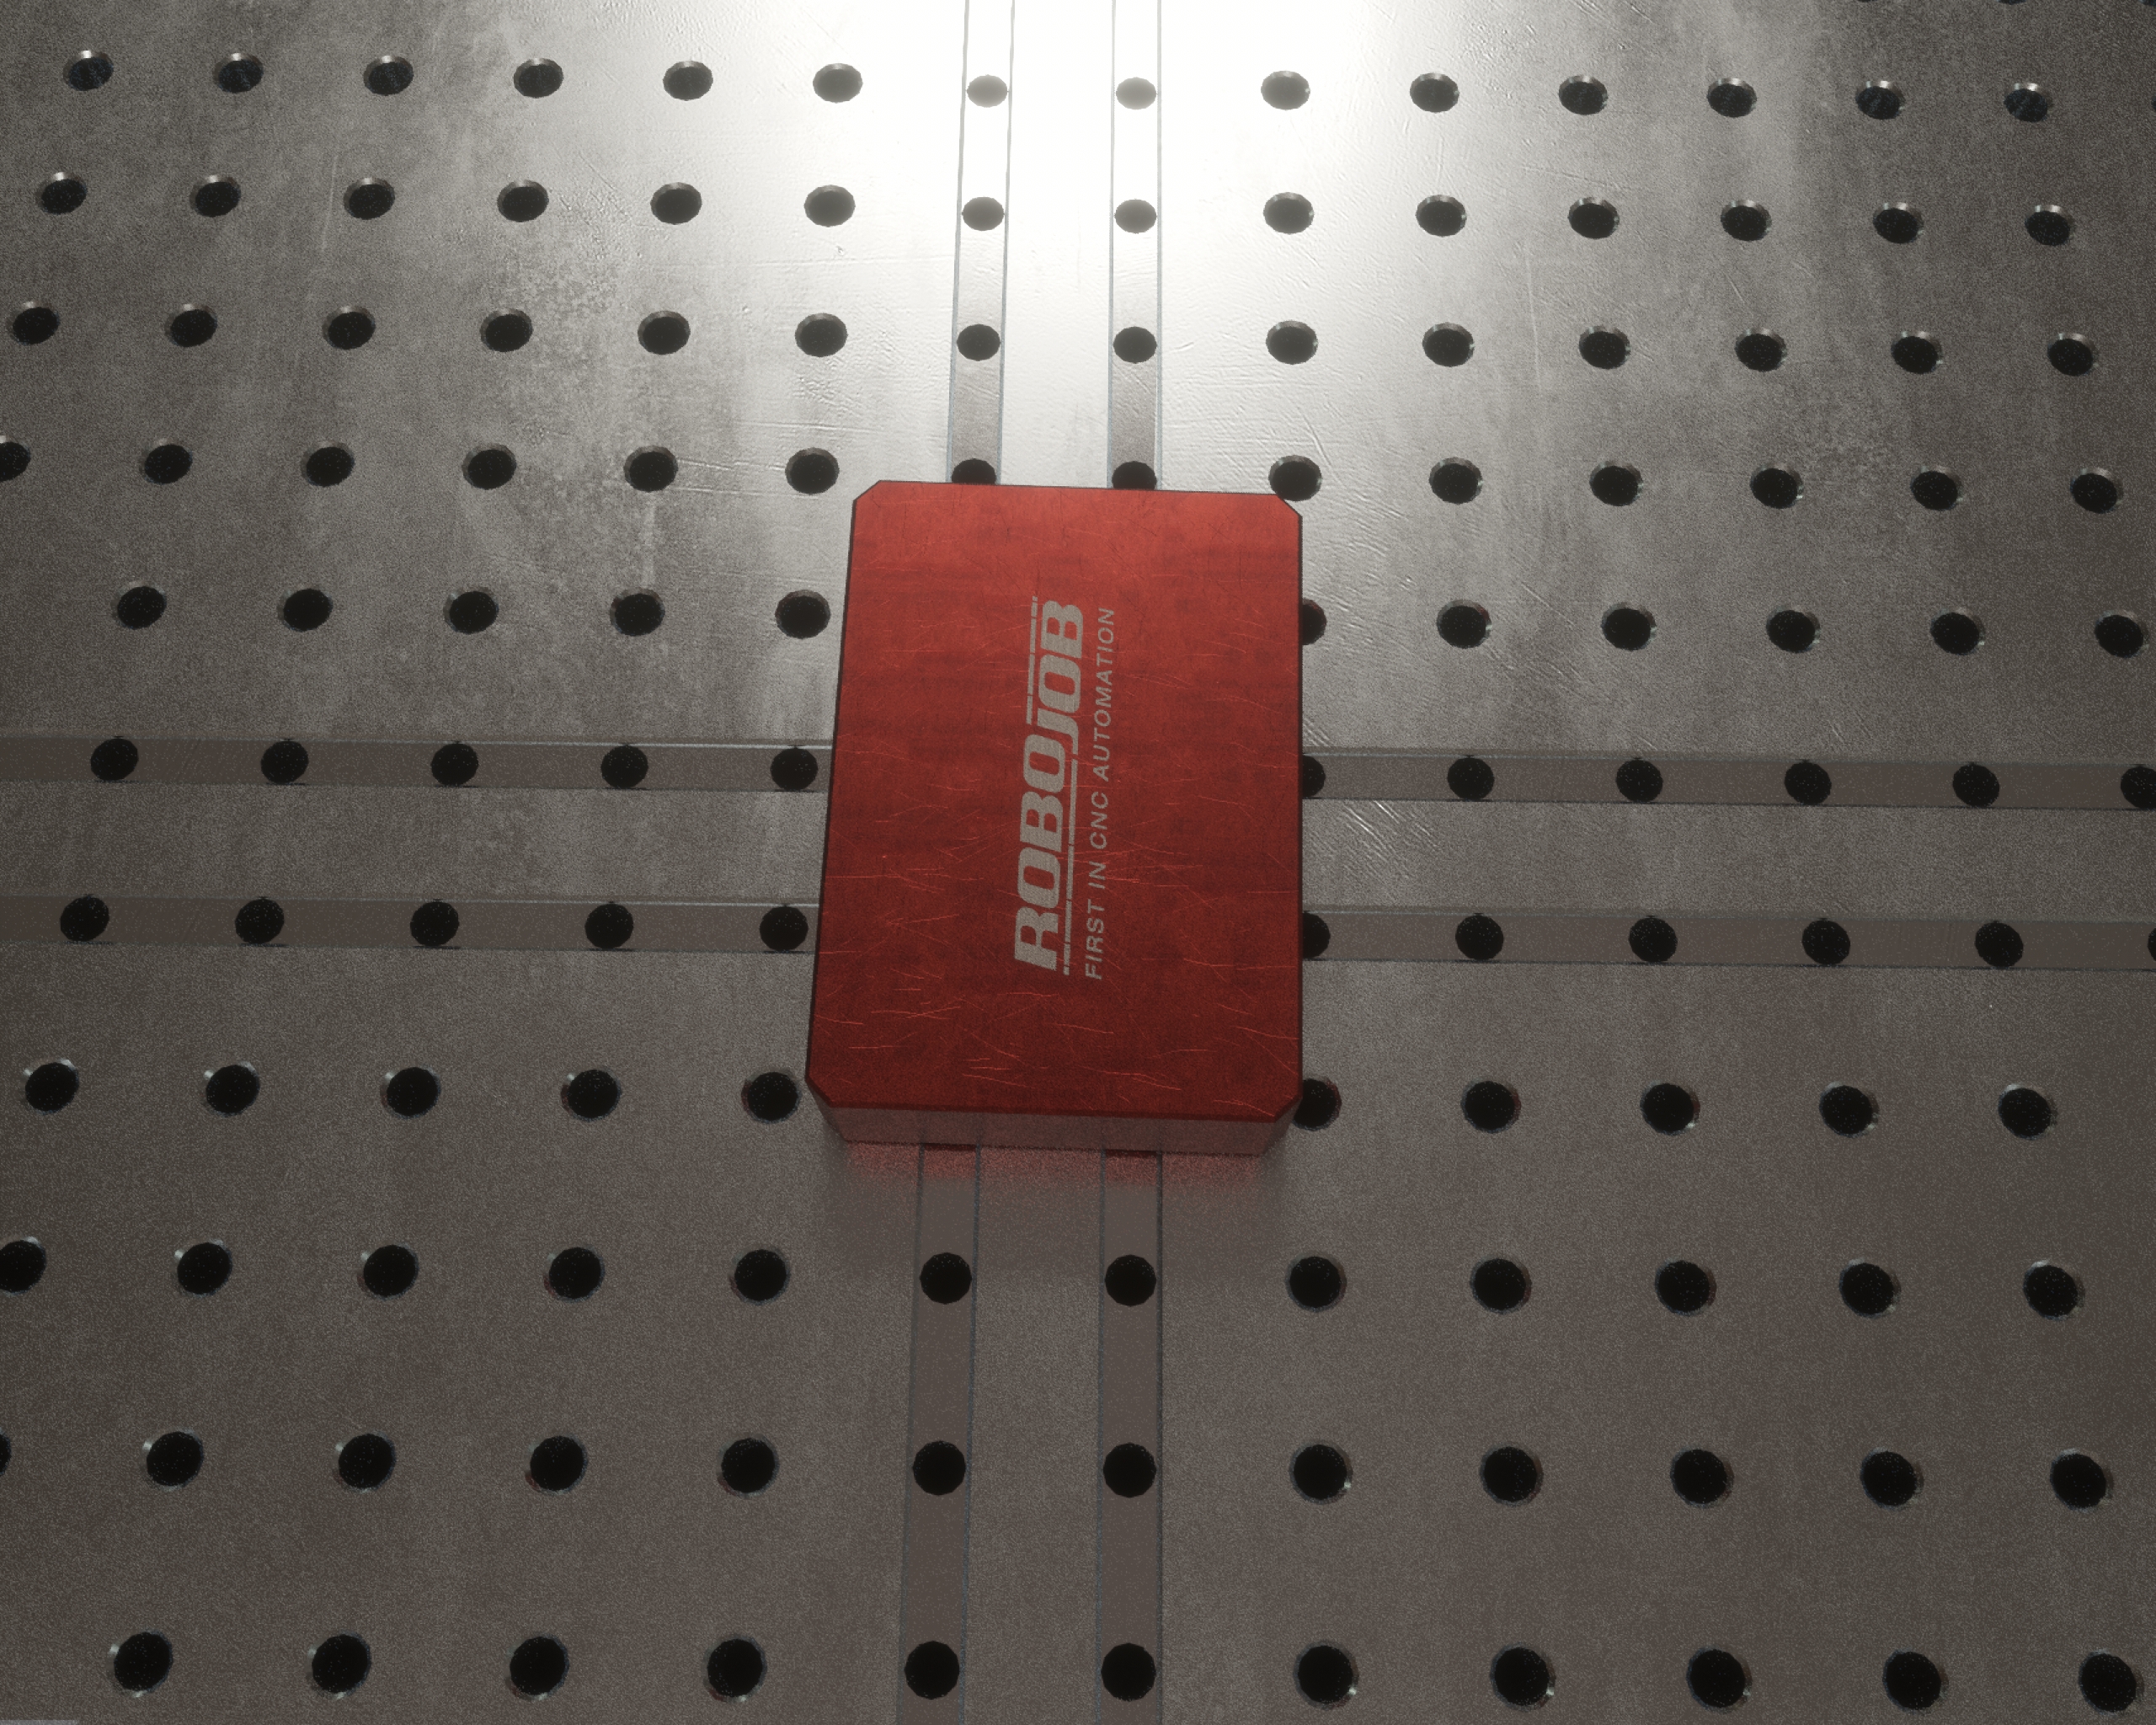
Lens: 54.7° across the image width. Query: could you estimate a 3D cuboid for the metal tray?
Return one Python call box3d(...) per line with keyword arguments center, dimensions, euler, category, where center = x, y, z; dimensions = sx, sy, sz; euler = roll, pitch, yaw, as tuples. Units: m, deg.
box3d(center=(-0.002, -0.010, 0.412), dimensions=(0.091, 0.030, 0.130), euler=(2, 70, 0), category="metal tray")
